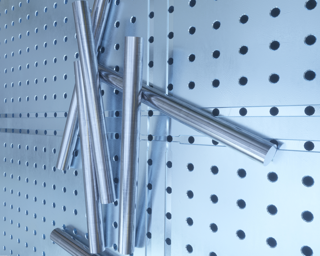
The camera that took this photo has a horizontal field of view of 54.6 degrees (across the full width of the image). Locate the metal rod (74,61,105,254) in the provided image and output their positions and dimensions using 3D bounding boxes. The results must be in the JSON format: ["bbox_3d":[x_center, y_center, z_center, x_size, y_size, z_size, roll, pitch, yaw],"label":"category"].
[{"bbox_3d":[-0.111,0.046,0.488,0.025,0.025,0.298,-3,93,40],"label":"metal rod"}]

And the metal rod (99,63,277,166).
[{"bbox_3d":[0.007,-0.031,0.404,0.300,0.025,0.025,29,108,36],"label":"metal rod"}]

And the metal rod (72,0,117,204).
[{"bbox_3d":[-0.098,-0.035,0.466,0.025,0.025,0.298,-3,96,40],"label":"metal rod"}]

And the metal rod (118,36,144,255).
[{"bbox_3d":[-0.041,0.031,0.421,0.025,0.025,0.298,13,105,39],"label":"metal rod"}]

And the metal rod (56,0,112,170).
[{"bbox_3d":[-0.130,-0.068,0.518,0.025,0.025,0.298,28,107,36],"label":"metal rod"}]

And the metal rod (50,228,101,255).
[{"bbox_3d":[-0.077,0.221,0.474,0.300,0.025,0.025,13,98,39],"label":"metal rod"}]
